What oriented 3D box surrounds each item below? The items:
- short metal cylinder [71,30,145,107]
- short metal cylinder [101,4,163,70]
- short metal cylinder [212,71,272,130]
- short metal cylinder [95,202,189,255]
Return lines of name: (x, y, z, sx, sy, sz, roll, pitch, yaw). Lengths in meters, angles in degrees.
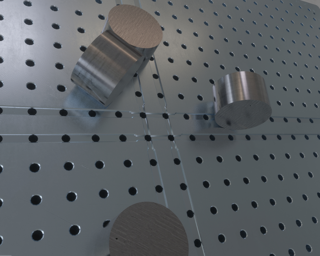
short metal cylinder: (-0.064, -0.073, 0.383, 0.050, 0.080, 0.080, 38, 51, -3)
short metal cylinder: (-0.043, -0.130, 0.448, 0.081, 0.050, 0.080, 14, 56, -21)
short metal cylinder: (0.120, -0.039, 0.461, 0.081, 0.080, 0.050, 13, 57, -21)
short metal cylinder: (-0.019, 0.120, 0.309, 0.081, 0.050, 0.080, 14, 56, -21)
